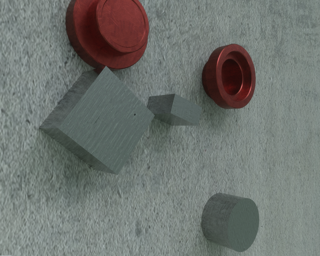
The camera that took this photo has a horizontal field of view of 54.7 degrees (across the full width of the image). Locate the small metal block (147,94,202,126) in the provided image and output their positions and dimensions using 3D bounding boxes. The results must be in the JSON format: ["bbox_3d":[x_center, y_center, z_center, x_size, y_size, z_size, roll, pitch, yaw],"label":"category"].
[{"bbox_3d":[0.018,-0.022,0.405,0.050,0.050,0.025,22,76,-38],"label":"small metal block"}]

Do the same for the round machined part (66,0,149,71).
[{"bbox_3d":[-0.051,-0.116,0.352,0.099,0.042,0.097,0,90,-40],"label":"round machined part"}]

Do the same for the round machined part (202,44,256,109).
[{"bbox_3d":[0.103,-0.078,0.483,0.099,0.042,0.097,0,90,-40],"label":"round machined part"}]

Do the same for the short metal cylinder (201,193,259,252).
[{"bbox_3d":[0.111,0.146,0.485,0.081,0.050,0.079,0,90,-40],"label":"short metal cylinder"}]

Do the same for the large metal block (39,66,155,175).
[{"bbox_3d":[-0.065,-0.007,0.335,0.080,0.050,0.080,45,63,-31],"label":"large metal block"}]
